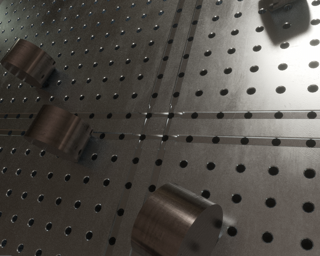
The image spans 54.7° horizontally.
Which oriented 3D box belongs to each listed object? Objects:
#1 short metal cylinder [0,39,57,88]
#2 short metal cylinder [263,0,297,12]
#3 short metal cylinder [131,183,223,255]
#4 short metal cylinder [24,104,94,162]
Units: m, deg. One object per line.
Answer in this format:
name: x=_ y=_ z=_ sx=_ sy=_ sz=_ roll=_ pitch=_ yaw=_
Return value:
short metal cylinder: x=-0.239 y=-0.117 z=0.567 sx=0.080 sy=0.080 sz=0.050 roll=16 pitch=70 yaw=34
short metal cylinder: x=0.161 y=-0.205 z=0.414 sx=0.050 sy=0.080 sz=0.080 roll=-22 pitch=54 yaw=15
short metal cylinder: x=0.018 y=0.100 z=0.301 sx=0.050 sy=0.080 sz=0.080 roll=21 pitch=73 yaw=35
short metal cylinder: x=-0.142 y=0.009 z=0.440 sx=0.080 sy=0.080 sz=0.050 roll=11 pitch=67 yaw=32
